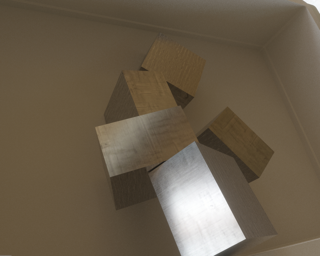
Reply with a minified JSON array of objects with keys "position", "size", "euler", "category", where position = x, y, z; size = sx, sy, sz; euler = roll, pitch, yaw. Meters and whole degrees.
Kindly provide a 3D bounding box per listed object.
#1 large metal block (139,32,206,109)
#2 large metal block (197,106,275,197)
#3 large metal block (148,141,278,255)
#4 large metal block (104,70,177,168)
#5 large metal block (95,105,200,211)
[{"position":[0.012,-0.077,0.445],"size":[0.080,0.050,0.080],"euler":[29,52,-10],"category":"large metal block"},{"position":[0.081,0.033,0.396],"size":[0.080,0.080,0.050],"euler":[45,51,2],"category":"large metal block"},{"position":[0.046,0.065,0.264],"size":[0.080,0.050,0.080],"euler":[23,35,-52],"category":"large metal block"},{"position":[-0.022,-0.009,0.360],"size":[0.050,0.080,0.080],"euler":[-4,56,-30],"category":"large metal block"},{"position":[-0.012,0.031,0.299],"size":[0.081,0.080,0.050],"euler":[-15,59,-14],"category":"large metal block"}]
